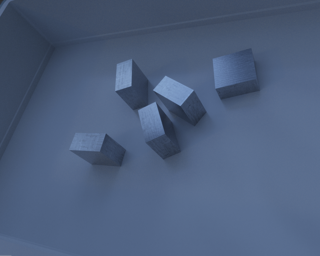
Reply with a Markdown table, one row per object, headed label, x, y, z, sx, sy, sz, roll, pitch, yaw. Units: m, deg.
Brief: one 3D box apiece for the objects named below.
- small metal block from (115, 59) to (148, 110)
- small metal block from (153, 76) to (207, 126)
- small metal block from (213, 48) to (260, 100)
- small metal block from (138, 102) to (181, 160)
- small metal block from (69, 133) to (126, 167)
| label | x | y | z | sx | sy | sz | roll | pitch | yaw |
| --- | --- | --- | --- | --- | --- | --- | --- | --- | --- |
| small metal block | -0.040 | -0.062 | 0.447 | 0.025 | 0.050 | 0.050 | -15 | 56 | 20 |
| small metal block | 0.026 | -0.034 | 0.396 | 0.050 | 0.050 | 0.025 | 34 | 81 | 38 |
| small metal block | 0.097 | -0.069 | 0.396 | 0.050 | 0.025 | 0.050 | -12 | 57 | 21 |
| small metal block | 0.000 | 0.004 | 0.386 | 0.025 | 0.050 | 0.050 | -25 | 53 | 13 |
| small metal block | -0.082 | 0.029 | 0.413 | 0.050 | 0.050 | 0.025 | 0 | 62 | 28 |
